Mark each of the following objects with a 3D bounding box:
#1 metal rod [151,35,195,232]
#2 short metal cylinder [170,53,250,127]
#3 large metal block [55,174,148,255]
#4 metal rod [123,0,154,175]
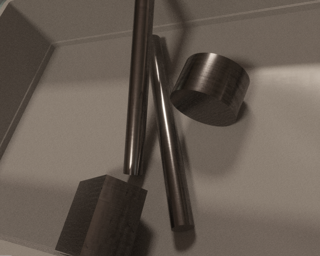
[{"bbox_3d":[0.007,-0.017,0.411,0.025,0.025,0.299,-20,54,16],"label":"metal rod"},{"bbox_3d":[0.059,-0.043,0.365,0.080,0.080,0.050,12,68,33],"label":"short metal cylinder"},{"bbox_3d":[-0.065,0.101,0.338,0.080,0.050,0.080,-23,46,54],"label":"large metal block"},{"bbox_3d":[-0.024,-0.091,0.393,0.025,0.025,0.298,3,88,29],"label":"metal rod"}]
